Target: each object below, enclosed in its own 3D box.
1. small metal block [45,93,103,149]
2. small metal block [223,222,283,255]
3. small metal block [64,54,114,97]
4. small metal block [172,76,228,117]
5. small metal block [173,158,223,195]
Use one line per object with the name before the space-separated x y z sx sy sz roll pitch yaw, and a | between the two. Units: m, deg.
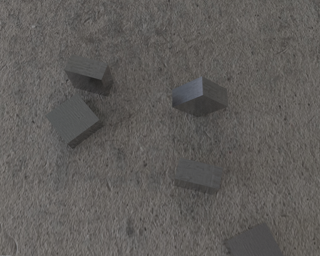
small metal block | -0.113 -0.009 0.410 0.050 0.025 0.050 -38 75 -13
small metal block | 0.109 0.144 0.356 0.050 0.025 0.050 -23 72 -8
small metal block | -0.094 -0.070 0.420 0.050 0.050 0.025 16 71 5
small metal block | 0.051 -0.038 0.398 0.050 0.050 0.025 18 64 -40
small metal block | 0.044 0.059 0.373 0.050 0.050 0.025 13 71 4
